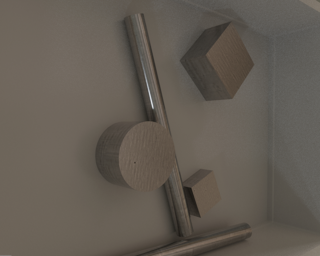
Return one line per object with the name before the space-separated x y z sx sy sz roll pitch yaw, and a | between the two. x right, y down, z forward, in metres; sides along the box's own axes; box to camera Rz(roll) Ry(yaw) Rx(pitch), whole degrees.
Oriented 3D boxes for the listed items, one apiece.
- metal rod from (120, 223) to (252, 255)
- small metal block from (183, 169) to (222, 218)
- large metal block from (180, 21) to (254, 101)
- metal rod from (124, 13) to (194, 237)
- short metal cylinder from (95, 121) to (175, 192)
metal rod | 0.019 0.165 0.414 0.302 0.025 0.025 1 90 -37
small metal block | 0.061 0.096 0.460 0.050 0.025 0.050 -29 109 -36
large metal block | 0.088 -0.098 0.467 0.080 0.050 0.080 52 60 -28
metal rod | 0.002 0.005 0.409 0.025 0.025 0.298 -22 104 -38
short metal cylinder | -0.029 0.032 0.368 0.081 0.050 0.079 0 90 -40
